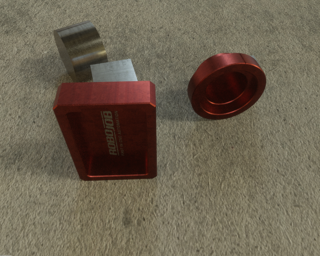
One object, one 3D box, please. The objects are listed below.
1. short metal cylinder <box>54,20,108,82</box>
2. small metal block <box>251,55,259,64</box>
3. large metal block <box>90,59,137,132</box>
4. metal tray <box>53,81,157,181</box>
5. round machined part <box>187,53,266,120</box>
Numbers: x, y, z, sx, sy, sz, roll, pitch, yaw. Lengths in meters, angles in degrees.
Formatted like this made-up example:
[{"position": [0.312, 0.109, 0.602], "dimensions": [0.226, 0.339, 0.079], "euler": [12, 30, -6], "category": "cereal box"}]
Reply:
[{"position": [-0.118, -0.113, 0.462], "dimensions": [0.050, 0.080, 0.080], "euler": [-25, 55, -19], "category": "short metal cylinder"}, {"position": [0.112, -0.075, 0.451], "dimensions": [0.050, 0.050, 0.025], "euler": [-9, 51, -7], "category": "small metal block"}, {"position": [-0.051, -0.027, 0.390], "dimensions": [0.050, 0.080, 0.080], "euler": [-11, 51, -9], "category": "large metal block"}, {"position": [-0.049, 0.009, 0.327], "dimensions": [0.091, 0.129, 0.030], "euler": [-2, 50, -2], "category": "metal tray"}, {"position": [0.083, -0.059, 0.406], "dimensions": [0.099, 0.097, 0.042], "euler": [-9, 51, -8], "category": "round machined part"}]
